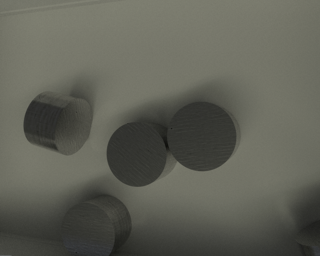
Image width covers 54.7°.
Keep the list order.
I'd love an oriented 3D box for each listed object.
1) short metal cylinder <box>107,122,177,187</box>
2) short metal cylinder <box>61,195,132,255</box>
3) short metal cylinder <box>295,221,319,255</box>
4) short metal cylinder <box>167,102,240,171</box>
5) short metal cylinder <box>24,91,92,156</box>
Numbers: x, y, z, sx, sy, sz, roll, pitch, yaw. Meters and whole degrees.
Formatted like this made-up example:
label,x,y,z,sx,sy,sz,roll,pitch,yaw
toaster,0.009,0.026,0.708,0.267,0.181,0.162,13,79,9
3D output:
label,x,y,z,sx,sy,sz,roll,pitch,yaw
short metal cylinder,-0.022,0.032,0.404,0.080,0.050,0.079,0,90,19
short metal cylinder,-0.086,0.137,0.426,0.080,0.050,0.079,0,90,19
short metal cylinder,0.189,0.127,0.315,0.080,0.080,0.050,-24,83,18
short metal cylinder,0.055,0.010,0.377,0.080,0.050,0.079,0,90,19
short metal cylinder,-0.138,-0.007,0.429,0.050,0.080,0.079,14,95,19
